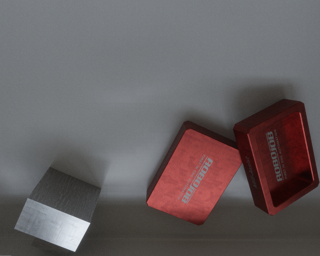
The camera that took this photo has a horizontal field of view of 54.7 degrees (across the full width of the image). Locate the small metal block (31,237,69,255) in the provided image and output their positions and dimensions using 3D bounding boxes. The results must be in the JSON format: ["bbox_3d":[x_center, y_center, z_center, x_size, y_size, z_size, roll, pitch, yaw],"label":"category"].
[{"bbox_3d":[-0.150,0.154,0.453,0.050,0.050,0.025,24,108,-9],"label":"small metal block"}]

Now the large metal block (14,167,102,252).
[{"bbox_3d":[-0.133,0.107,0.420,0.080,0.080,0.050,26,108,-10],"label":"large metal block"}]

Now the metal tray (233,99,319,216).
[{"bbox_3d":[0.156,0.038,0.407,0.091,0.030,0.129,-26,110,-16],"label":"metal tray"}]

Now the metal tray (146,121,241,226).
[{"bbox_3d":[0.047,0.065,0.434,0.090,0.030,0.129,24,108,-9],"label":"metal tray"}]
